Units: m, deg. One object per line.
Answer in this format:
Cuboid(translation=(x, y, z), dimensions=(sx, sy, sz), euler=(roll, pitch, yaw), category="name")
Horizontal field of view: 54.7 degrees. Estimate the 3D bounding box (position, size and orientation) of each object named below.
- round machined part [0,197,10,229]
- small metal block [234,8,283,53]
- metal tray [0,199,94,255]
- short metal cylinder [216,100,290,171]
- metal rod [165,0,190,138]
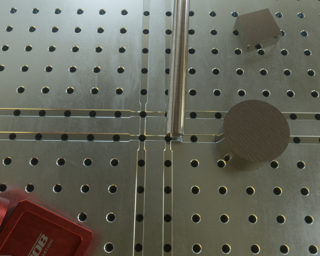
Cuboid(translation=(-0.203, 0.105, 0.341), dimensions=(0.042, 0.098, 0.098), euler=(31, 69, -25), category="round machined part")
Cuboid(translation=(0.147, -0.147, 0.467), dimensions=(0.050, 0.025, 0.050), euler=(-17, 71, -7), category="small metal block")
Cuboid(translation=(-0.144, 0.155, 0.337), dimensions=(0.090, 0.030, 0.130), euler=(30, 72, -8), category="metal tray")
Cuboid(translation=(0.116, 0.011, 0.396), dimensions=(0.081, 0.050, 0.080), euler=(0, 70, 0), category="short metal cylinder")
Cuboid(translation=(0.029, -0.130, 0.459), dimensions=(0.025, 0.025, 0.299), euler=(4, 70, 1), category="metal rod")
